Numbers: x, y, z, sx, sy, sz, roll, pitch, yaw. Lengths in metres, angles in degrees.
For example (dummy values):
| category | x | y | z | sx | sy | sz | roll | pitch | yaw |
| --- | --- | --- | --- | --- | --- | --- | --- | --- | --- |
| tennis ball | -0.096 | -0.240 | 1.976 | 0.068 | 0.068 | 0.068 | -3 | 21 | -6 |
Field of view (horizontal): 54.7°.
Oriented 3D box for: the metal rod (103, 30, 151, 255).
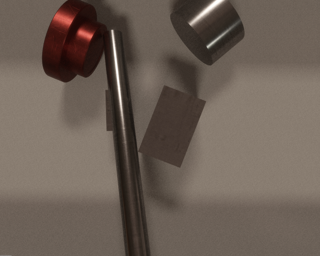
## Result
| category | x | y | z | sx | sy | sz | roll | pitch | yaw |
| --- | --- | --- | --- | --- | --- | --- | --- | --- | --- |
| metal rod | -0.036 | 0.030 | 0.339 | 0.025 | 0.025 | 0.299 | -8 | 75 | 0 |

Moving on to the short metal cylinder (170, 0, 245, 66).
| category | x | y | z | sx | sy | sz | roll | pitch | yaw |
| --- | --- | --- | --- | --- | --- | --- | --- | --- | --- |
| short metal cylinder | 0.058 | -0.125 | 0.385 | 0.050 | 0.080 | 0.080 | -40 | 91 | 0 |

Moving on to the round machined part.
| category | x | y | z | sx | sy | sz | roll | pitch | yaw |
| --- | --- | --- | --- | --- | --- | --- | --- | --- | --- |
| round machined part | -0.097 | -0.100 | 0.374 | 0.042 | 0.098 | 0.098 | 23 | 90 | 0 |

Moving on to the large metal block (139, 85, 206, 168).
| category | x | y | z | sx | sy | sz | roll | pitch | yaw |
| --- | --- | --- | --- | --- | --- | --- | --- | --- | --- |
| large metal block | 0.013 | -0.002 | 0.384 | 0.050 | 0.080 | 0.080 | 21 | 90 | -1 |

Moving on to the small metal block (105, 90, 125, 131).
| category | x | y | z | sx | sy | sz | roll | pitch | yaw |
| --- | --- | --- | --- | --- | --- | --- | --- | --- | --- |
| small metal block | -0.053 | -0.022 | 0.398 | 0.025 | 0.050 | 0.050 | -2 | 90 | -1 |
